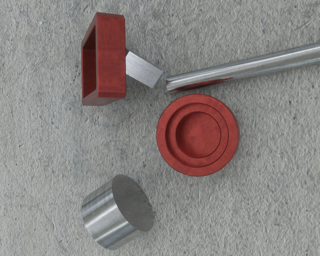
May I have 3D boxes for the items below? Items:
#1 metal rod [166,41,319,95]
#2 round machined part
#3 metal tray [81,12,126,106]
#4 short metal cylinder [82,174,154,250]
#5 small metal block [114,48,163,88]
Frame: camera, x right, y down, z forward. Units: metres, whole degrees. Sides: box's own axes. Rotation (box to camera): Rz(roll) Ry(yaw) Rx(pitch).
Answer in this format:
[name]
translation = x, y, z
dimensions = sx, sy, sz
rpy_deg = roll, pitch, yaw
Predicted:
[metal rod]
translation = 0.152, -0.079, 0.355
dimensions = 0.301, 0.025, 0.025
rpy_deg = -10, 87, 19
[round machined part]
translation = 0.049, 0.008, 0.382
dimensions = 0.098, 0.042, 0.097
rpy_deg = 0, 90, 19
[metal tray]
translation = -0.074, -0.076, 0.384
dimensions = 0.030, 0.130, 0.089
rpy_deg = -1, 90, -21
[short metal cylinder]
translation = -0.053, 0.107, 0.397
dimensions = 0.050, 0.080, 0.080
rpy_deg = -36, 79, 16
[small metal block]
translation = -0.031, -0.080, 0.395
dimensions = 0.025, 0.050, 0.050
rpy_deg = -57, 30, 11
